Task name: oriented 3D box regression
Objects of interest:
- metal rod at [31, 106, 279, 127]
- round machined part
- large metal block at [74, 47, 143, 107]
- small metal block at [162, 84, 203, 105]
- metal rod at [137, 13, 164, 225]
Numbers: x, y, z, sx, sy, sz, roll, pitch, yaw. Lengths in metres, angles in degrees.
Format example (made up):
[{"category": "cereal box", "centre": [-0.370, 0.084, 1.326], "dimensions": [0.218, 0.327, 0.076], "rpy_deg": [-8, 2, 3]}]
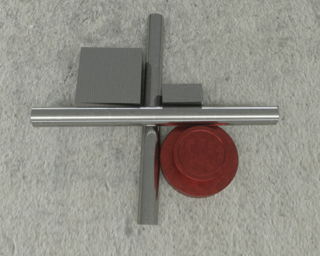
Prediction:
[{"category": "metal rod", "centre": [-0.002, -0.015, 0.388], "dimensions": [0.302, 0.025, 0.025], "rpy_deg": [-1, 70, -5]}, {"category": "round machined part", "centre": [0.049, 0.036, 0.387], "dimensions": [0.099, 0.042, 0.098], "rpy_deg": [0, 70, -1]}, {"category": "large metal block", "centre": [-0.064, -0.060, 0.416], "dimensions": [0.081, 0.050, 0.080], "rpy_deg": [1, 70, 0]}, {"category": "small metal block", "centre": [0.028, -0.036, 0.410], "dimensions": [0.050, 0.050, 0.025], "rpy_deg": [-1, 70, -1]}, {"category": "metal rod", "centre": [-0.011, -0.025, 0.418], "dimensions": [0.025, 0.025, 0.299], "rpy_deg": [2, 70, 0]}]
